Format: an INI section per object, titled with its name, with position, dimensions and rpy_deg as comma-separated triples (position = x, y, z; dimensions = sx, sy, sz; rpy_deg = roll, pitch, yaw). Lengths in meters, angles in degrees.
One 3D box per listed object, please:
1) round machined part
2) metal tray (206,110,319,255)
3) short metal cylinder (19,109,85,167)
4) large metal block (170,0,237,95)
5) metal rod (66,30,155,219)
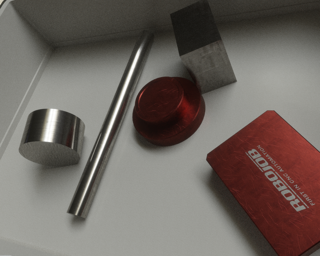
[round machined part]
position = 0.006, -0.028, 0.408
dimensions = 0.098, 0.042, 0.098
rpy_deg = -13, 56, 20
[metal tray]
position = 0.118, 0.053, 0.307
dimensions = 0.090, 0.030, 0.130
rpy_deg = -37, 51, 3
[short metal cylinder]
position = -0.150, 0.016, 0.438
dimensions = 0.080, 0.080, 0.050
rpy_deg = -12, 57, 21
[large metal block]
position = 0.057, -0.104, 0.404
dimensions = 0.050, 0.080, 0.080
rpy_deg = -20, 54, 16
[metal rod]
position = -0.063, -0.020, 0.449
dimensions = 0.025, 0.025, 0.300
rpy_deg = 4, 63, 30
